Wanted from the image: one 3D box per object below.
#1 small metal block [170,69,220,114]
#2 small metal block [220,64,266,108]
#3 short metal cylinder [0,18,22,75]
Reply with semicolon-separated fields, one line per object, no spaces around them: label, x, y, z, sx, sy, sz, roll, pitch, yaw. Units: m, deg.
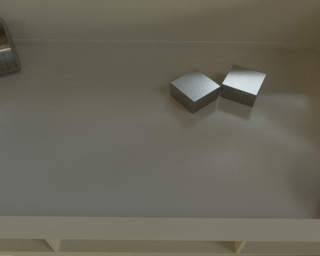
small metal block;0.050;-0.054;0.451;0.050;0.025;0.050;-32;57;-24
small metal block;0.123;-0.063;0.460;0.050;0.025;0.050;22;53;17
short metal cylinder;-0.250;-0.120;0.467;0.050;0.080;0.080;-18;53;-15
